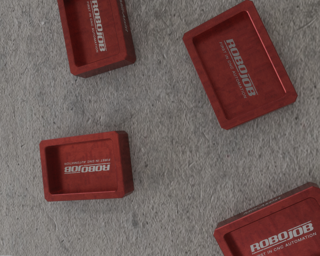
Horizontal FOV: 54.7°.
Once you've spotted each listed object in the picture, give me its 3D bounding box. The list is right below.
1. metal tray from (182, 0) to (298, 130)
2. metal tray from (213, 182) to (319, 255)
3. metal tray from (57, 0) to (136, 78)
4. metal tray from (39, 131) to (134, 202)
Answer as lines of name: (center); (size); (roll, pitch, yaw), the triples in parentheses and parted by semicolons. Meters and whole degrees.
metal tray: (0.094, -0.073, 0.372); (0.090, 0.030, 0.129); (-25, 82, 18)
metal tray: (0.140, 0.130, 0.356); (0.130, 0.030, 0.090); (-31, 80, 17)
metal tray: (-0.091, -0.145, 0.438); (0.090, 0.030, 0.129); (-13, 86, 19)
metal tray: (-0.107, 0.055, 0.443); (0.130, 0.030, 0.089); (-7, 88, 19)
